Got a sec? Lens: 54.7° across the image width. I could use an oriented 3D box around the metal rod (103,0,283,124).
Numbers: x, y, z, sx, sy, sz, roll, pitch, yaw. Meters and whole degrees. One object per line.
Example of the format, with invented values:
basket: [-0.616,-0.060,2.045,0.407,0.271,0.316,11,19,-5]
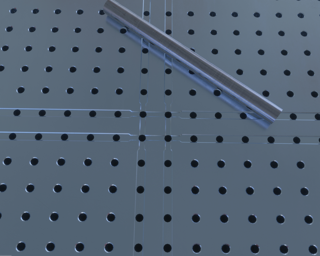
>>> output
metal rod: [0.040,-0.102,0.449,0.300,0.025,0.025,36,74,12]
